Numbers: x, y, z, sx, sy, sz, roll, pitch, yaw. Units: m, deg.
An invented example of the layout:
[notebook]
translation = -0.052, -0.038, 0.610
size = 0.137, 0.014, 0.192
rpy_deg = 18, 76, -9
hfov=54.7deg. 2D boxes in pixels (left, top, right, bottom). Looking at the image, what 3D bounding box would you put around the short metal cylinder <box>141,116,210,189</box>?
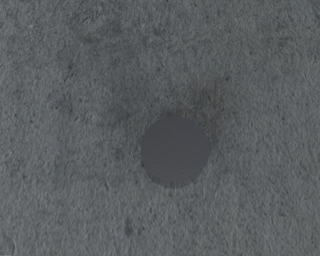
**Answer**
[short metal cylinder]
translation = 0.018, 0.031, 0.384
size = 0.081, 0.050, 0.080
rpy_deg = 0, 70, 0
